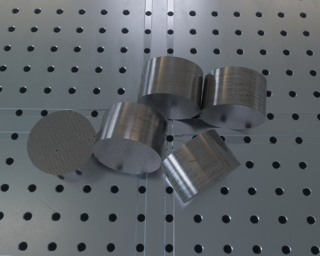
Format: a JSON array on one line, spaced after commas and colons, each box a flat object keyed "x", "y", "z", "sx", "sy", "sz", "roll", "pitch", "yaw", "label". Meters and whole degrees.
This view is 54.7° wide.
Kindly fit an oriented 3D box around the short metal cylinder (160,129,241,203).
[{"x": 0.047, "y": 0.045, "z": 0.366, "sx": 0.080, "sy": 0.080, "sz": 0.050, "roll": -31, "pitch": 73, "yaw": -11, "label": "short metal cylinder"}]

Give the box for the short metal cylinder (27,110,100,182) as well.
[{"x": -0.116, "y": 0.024, "z": 0.389, "sx": 0.081, "sy": 0.050, "sz": 0.080, "roll": 0, "pitch": 70, "yaw": 0, "label": "short metal cylinder"}]

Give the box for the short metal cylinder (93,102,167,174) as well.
[{"x": -0.034, "y": 0.014, "z": 0.371, "sx": 0.080, "sy": 0.080, "sz": 0.050, "roll": 8, "pitch": 55, "yaw": 3, "label": "short metal cylinder"}]

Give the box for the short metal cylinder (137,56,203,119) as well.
[{"x": 0.014, "y": -0.049, "z": 0.400, "sx": 0.080, "sy": 0.080, "sz": 0.050, "roll": 7, "pitch": 70, "yaw": 2, "label": "short metal cylinder"}]

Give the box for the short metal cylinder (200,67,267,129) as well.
[{"x": 0.094, "y": -0.036, "z": 0.396, "sx": 0.080, "sy": 0.080, "sz": 0.050, "roll": 8, "pitch": 70, "yaw": 3, "label": "short metal cylinder"}]
